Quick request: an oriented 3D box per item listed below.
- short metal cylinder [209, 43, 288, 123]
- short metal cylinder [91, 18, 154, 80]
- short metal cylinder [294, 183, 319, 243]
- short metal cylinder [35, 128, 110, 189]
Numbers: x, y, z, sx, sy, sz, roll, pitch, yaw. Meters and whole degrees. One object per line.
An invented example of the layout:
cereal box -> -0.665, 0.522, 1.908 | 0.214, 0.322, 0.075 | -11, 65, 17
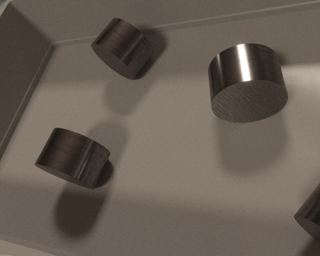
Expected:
short metal cylinder -> 0.097, -0.048, 0.349 | 0.080, 0.080, 0.050 | -13, 57, 21
short metal cylinder -> -0.056, -0.119, 0.471 | 0.080, 0.080, 0.050 | 29, 78, 37
short metal cylinder -> 0.156, 0.076, 0.242 | 0.050, 0.080, 0.080 | -49, 52, -6
short metal cylinder -> -0.112, 0.041, 0.402 | 0.080, 0.080, 0.050 | 9, 66, 31
